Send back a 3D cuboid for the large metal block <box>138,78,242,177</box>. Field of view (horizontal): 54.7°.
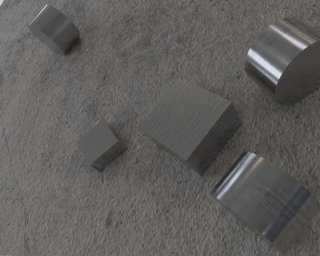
[{"bbox_3d":[0.036,-0.003,0.371,0.080,0.050,0.080,32,80,38],"label":"large metal block"}]

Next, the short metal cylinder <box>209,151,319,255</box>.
[{"bbox_3d":[0.092,0.066,0.280,0.050,0.080,0.080,-49,52,-6],"label":"short metal cylinder"}]

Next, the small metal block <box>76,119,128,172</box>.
[{"bbox_3d":[-0.081,0.024,0.432,0.050,0.025,0.050,-41,51,0],"label":"small metal block"}]

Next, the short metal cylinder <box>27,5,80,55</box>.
[{"bbox_3d":[-0.200,-0.184,0.586,0.080,0.080,0.050,27,77,37],"label":"short metal cylinder"}]

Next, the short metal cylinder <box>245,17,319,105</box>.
[{"bbox_3d":[0.142,-0.072,0.338,0.080,0.080,0.050,-37,51,3],"label":"short metal cylinder"}]
